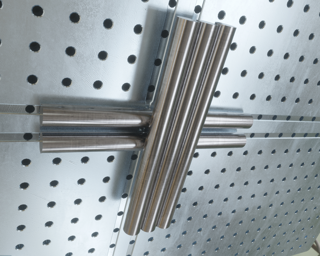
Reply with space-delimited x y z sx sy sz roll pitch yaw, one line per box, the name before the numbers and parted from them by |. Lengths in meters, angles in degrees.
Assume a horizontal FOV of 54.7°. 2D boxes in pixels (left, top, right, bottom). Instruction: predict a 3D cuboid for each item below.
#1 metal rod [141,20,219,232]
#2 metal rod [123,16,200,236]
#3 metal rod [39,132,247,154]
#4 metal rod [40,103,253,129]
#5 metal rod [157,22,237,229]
metal rod | 0.017 0.016 0.400 0.025 0.025 0.298 1 118 -29
metal rod | -0.006 0.016 0.387 0.025 0.025 0.298 1 118 -29
metal rod | -0.002 0.018 0.423 0.303 0.025 0.025 1 118 -29
metal rod | 0.004 -0.013 0.407 0.303 0.025 0.025 1 118 -29
metal rod | 0.039 0.014 0.411 0.025 0.025 0.298 1 118 -29
